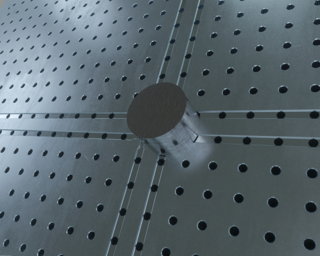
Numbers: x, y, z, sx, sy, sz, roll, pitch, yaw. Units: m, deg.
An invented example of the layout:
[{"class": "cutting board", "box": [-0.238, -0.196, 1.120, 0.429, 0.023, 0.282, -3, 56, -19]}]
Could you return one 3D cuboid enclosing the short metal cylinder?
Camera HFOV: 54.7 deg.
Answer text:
[{"class": "short metal cylinder", "box": [0.005, -0.011, 0.397, 0.080, 0.050, 0.080, -13, 56, 21]}]
